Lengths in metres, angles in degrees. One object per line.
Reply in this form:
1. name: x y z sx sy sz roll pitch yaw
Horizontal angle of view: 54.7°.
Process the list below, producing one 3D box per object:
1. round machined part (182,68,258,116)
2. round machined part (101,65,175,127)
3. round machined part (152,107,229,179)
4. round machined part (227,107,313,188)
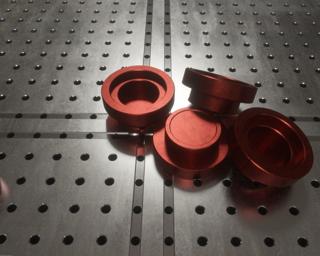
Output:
1. round machined part: 0.077 -0.048 0.418 0.099 0.042 0.098 14 15 -4
2. round machined part: -0.029 -0.040 0.429 0.099 0.042 0.098 0 49 0
3. round machined part: 0.040 0.012 0.387 0.099 0.042 0.098 0 50 0
4. round machined part: 0.124 0.026 0.366 0.099 0.042 0.098 10 51 -13
